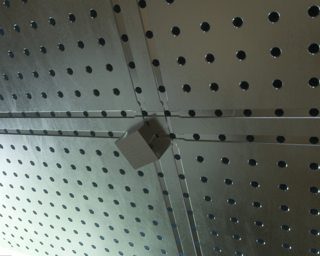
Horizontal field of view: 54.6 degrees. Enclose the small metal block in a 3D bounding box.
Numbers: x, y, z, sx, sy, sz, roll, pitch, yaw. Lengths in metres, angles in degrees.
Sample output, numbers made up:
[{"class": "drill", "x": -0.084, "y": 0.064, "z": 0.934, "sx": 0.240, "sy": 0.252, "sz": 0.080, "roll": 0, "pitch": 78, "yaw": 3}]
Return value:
[{"class": "small metal block", "x": -0.028, "y": 0.026, "z": 0.443, "sx": 0.050, "sy": 0.025, "sz": 0.050, "roll": -27, "pitch": 104, "yaw": 37}]
